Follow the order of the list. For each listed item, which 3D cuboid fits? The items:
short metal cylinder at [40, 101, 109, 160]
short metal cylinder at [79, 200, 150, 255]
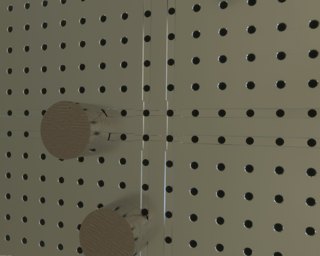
[{"bbox_3d":[-0.120,0.003,0.442,0.080,0.050,0.079,0,90,20],"label":"short metal cylinder"},{"bbox_3d":[-0.061,0.143,0.421,0.080,0.050,0.079,0,90,20],"label":"short metal cylinder"}]
